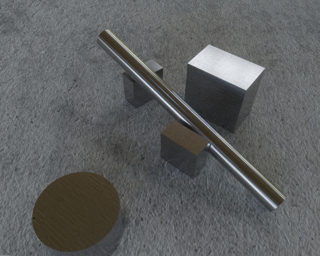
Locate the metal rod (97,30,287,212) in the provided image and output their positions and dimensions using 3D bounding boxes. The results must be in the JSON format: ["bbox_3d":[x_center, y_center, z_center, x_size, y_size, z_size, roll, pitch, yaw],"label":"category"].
[{"bbox_3d":[0.027,-0.020,0.377,0.025,0.025,0.300,-37,72,-27],"label":"metal rod"}]

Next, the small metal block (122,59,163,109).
[{"bbox_3d":[-0.023,-0.062,0.439,0.050,0.050,0.025,-31,57,-24],"label":"small metal block"}]

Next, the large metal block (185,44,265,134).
[{"bbox_3d":[0.081,-0.051,0.412,0.080,0.080,0.050,30,56,22],"label":"large metal block"}]

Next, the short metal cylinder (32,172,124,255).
[{"bbox_3d":[-0.078,0.091,0.309,0.081,0.050,0.080,0,50,0],"label":"short metal cylinder"}]

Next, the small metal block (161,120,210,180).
[{"bbox_3d":[0.028,0.026,0.365,0.050,0.050,0.025,32,57,23],"label":"small metal block"}]
